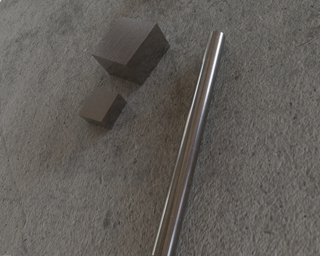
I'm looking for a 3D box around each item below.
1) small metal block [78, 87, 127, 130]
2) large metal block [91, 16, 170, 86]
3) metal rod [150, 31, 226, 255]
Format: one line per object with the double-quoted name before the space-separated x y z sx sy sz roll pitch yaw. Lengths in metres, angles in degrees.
"small metal block" -0.086 -0.030 0.465 0.050 0.025 0.050 16 70 34
"large metal block" -0.045 -0.122 0.485 0.080 0.050 0.080 24 75 36
"metal rod" 0.041 0.003 0.379 0.025 0.025 0.300 3 63 29
